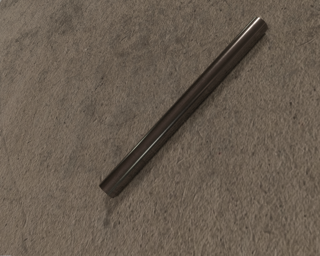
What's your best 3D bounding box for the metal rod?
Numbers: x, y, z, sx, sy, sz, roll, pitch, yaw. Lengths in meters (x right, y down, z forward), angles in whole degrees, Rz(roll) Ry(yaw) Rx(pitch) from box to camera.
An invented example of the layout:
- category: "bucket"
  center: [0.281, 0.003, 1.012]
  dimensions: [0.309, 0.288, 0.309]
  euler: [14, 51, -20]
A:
- category: "metal rod"
  center: [0.034, -0.030, 0.403]
  dimensions: [0.300, 0.025, 0.025]
  euler: [-47, 52, -6]
